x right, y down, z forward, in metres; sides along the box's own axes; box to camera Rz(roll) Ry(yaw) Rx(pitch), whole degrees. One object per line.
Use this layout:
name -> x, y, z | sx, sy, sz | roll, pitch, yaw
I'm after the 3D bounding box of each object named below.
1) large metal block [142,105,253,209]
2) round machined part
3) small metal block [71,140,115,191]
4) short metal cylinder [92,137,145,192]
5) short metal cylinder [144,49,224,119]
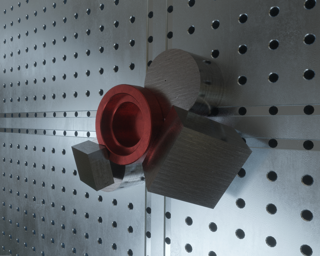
large metal block -> 0.036, 0.032, 0.335 | 0.080, 0.081, 0.050 | -62, 21, 21
round machined part -> -0.033, -0.004, 0.387 | 0.098, 0.042, 0.097 | 0, 90, 40
small metal block -> -0.087, 0.047, 0.400 | 0.050, 0.025, 0.050 | 13, 118, 51
short metal cylinder -> -0.059, 0.047, 0.441 | 0.080, 0.050, 0.079 | 0, 90, 40
short metal cylinder -> 0.028, -0.050, 0.370 | 0.080, 0.050, 0.079 | 0, 90, 40
